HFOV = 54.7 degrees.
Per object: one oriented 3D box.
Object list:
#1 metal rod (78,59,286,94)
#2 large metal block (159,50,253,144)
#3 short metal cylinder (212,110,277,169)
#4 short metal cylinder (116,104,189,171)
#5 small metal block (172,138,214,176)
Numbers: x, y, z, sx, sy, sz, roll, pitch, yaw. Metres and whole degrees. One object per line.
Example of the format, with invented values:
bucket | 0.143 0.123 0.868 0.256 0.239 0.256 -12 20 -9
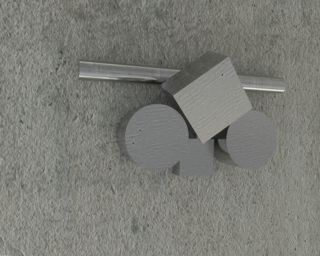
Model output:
metal rod | 0.044 -0.068 0.426 0.302 0.025 0.025 1 90 -20
large metal block | 0.060 -0.041 0.400 0.080 0.050 0.080 -36 119 -3
short metal cylinder | 0.115 0.016 0.439 0.081 0.050 0.079 0 90 -20
short metal cylinder | -0.011 0.011 0.392 0.081 0.050 0.079 0 90 -20
small metal block | 0.046 0.039 0.428 0.050 0.025 0.050 2 89 -20
